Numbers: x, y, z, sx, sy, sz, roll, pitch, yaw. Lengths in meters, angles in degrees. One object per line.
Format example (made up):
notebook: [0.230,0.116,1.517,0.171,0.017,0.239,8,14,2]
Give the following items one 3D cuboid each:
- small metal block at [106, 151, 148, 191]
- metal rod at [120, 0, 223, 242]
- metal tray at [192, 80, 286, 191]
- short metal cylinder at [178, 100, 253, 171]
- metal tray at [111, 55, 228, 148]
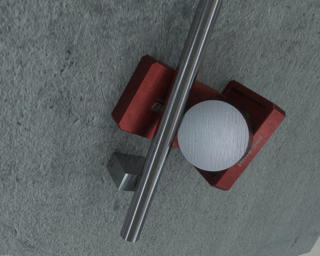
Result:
small metal block: [-0.037,0.058,0.409,0.050,0.050,0.025,13,112,-34]
metal rod: [0.009,-0.001,0.363,0.025,0.025,0.298,11,104,-34]
metal tray: [0.095,0.008,0.425,0.030,0.090,0.129,26,104,-37]
short metal cylinder: [0.067,0.009,0.369,0.080,0.080,0.050,-56,161,11]
metal tray: [0.016,-0.026,0.398,0.131,0.030,0.090,20,108,-36]
